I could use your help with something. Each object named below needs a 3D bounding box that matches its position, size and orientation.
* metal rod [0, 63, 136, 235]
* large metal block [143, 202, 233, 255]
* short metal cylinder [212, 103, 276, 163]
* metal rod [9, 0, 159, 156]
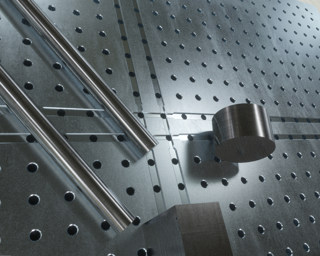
[{"bbox_3d":[-0.136,-0.007,0.339,0.300,0.025,0.025,48,51,5],"label":"metal rod"},{"bbox_3d":[0.027,0.126,0.312,0.050,0.080,0.080,3,60,-27],"label":"large metal block"},{"bbox_3d":[0.115,0.009,0.431,0.081,0.080,0.050,14,56,-21],"label":"short metal cylinder"},{"bbox_3d":[-0.110,-0.085,0.401,0.300,0.025,0.025,49,51,6],"label":"metal rod"}]
